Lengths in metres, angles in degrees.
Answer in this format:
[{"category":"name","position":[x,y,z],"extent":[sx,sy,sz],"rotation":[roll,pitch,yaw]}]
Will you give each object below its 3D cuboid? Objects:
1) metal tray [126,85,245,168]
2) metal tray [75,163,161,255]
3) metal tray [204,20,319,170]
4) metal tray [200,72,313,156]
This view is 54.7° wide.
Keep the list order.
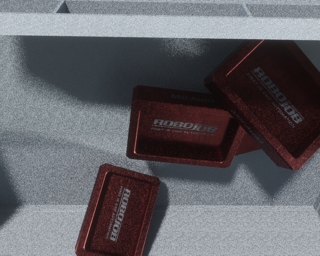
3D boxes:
[{"category":"metal tray","position":[0.029,0.001,0.367],"extent":[0.131,0.030,0.089],"rotation":[6,130,-6]},{"category":"metal tray","position":[-0.060,0.125,0.451],"extent":[0.091,0.130,0.030],"rotation":[18,168,-12]},{"category":"metal tray","position":[0.122,-0.032,0.321],"extent":[0.090,0.030,0.130],"rotation":[-44,97,-6]},{"category":"metal tray","position":[0.121,-0.013,0.396],"extent":[0.130,0.030,0.090],"rotation":[-17,129,13]}]
